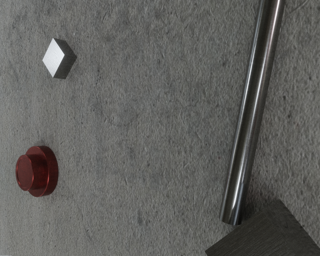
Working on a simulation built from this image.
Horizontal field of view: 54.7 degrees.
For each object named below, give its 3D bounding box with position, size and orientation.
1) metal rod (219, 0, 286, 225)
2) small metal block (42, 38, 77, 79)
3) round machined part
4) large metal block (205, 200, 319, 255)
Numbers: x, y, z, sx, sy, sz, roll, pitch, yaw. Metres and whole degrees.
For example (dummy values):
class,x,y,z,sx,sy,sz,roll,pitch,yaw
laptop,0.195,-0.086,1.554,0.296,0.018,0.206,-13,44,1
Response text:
class,x,y,z,sx,sy,sz,roll,pitch,yaw
metal rod,0.100,-0.045,0.322,0.025,0.025,0.298,15,99,39
small metal block,-0.180,-0.124,0.554,0.050,0.025,0.050,-52,60,27
round machined part,-0.240,0.083,0.592,0.098,0.042,0.097,0,90,40
large metal block,0.106,0.130,0.302,0.080,0.050,0.080,-49,61,29
